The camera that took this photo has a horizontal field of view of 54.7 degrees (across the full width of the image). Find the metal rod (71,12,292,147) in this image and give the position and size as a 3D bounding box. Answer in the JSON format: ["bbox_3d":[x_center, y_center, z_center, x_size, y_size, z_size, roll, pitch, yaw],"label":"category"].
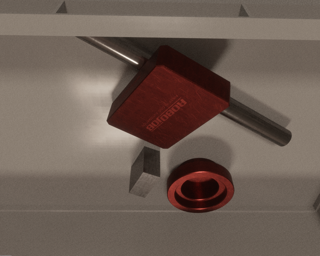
[{"bbox_3d":[0.042,-0.047,0.370,0.302,0.025,0.025,25,125,-21],"label":"metal rod"}]

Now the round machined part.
[{"bbox_3d":[0.059,0.083,0.470,0.099,0.042,0.097,-1,130,0],"label":"round machined part"}]

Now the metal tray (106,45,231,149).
[{"bbox_3d":[0.006,-0.027,0.358,0.090,0.030,0.129,25,143,-21],"label":"metal tray"}]

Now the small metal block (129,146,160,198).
[{"bbox_3d":[-0.022,0.063,0.446,0.025,0.050,0.050,20,127,-17],"label":"small metal block"}]
